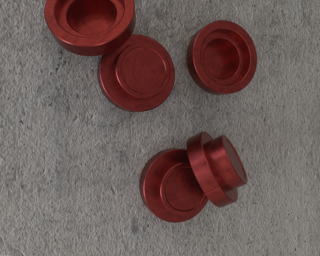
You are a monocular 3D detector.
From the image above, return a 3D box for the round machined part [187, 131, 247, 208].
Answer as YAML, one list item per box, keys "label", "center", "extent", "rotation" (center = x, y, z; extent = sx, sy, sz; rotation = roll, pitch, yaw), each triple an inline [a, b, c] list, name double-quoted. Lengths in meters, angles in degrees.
- label: "round machined part"
  center: [0.077, 0.048, 0.396]
  extent: [0.042, 0.098, 0.098]
  rotation: [-28, 102, 20]

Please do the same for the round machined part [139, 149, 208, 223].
- label: "round machined part"
  center: [0.026, 0.077, 0.409]
  extent: [0.099, 0.042, 0.097]
  rotation: [0, 90, -20]

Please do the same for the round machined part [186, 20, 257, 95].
- label: "round machined part"
  center: [0.081, -0.094, 0.429]
  extent: [0.099, 0.042, 0.097]
  rotation: [0, 90, -20]

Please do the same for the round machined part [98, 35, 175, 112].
- label: "round machined part"
  center: [-0.026, -0.069, 0.390]
  extent: [0.099, 0.042, 0.097]
  rotation: [0, 90, -20]

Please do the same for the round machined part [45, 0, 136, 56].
- label: "round machined part"
  center: [-0.077, -0.125, 0.358]
  extent: [0.099, 0.042, 0.098]
  rotation: [0, 72, -1]
